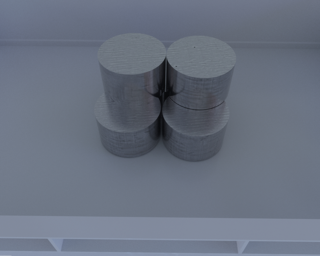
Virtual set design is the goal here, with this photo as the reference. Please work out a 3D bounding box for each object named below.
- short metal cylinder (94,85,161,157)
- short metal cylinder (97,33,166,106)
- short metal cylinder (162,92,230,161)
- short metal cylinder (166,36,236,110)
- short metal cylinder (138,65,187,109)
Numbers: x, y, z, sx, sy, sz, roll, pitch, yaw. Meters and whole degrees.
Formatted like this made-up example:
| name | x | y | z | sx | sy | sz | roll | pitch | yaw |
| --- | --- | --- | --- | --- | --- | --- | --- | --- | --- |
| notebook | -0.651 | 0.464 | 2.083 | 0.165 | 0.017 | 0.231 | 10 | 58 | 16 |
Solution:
| name | x | y | z | sx | sy | sz | roll | pitch | yaw |
| --- | --- | --- | --- | --- | --- | --- | --- | --- | --- |
| short metal cylinder | -0.039 | -0.010 | 0.394 | 0.080 | 0.050 | 0.080 | 0 | 50 | 0 |
| short metal cylinder | -0.033 | -0.073 | 0.383 | 0.080 | 0.050 | 0.080 | 0 | 50 | 0 |
| short metal cylinder | 0.043 | -0.005 | 0.391 | 0.080 | 0.050 | 0.080 | 0 | 50 | 0 |
| short metal cylinder | 0.048 | -0.068 | 0.378 | 0.080 | 0.050 | 0.080 | 0 | 50 | 0 |
| short metal cylinder | 0.006 | -0.061 | 0.438 | 0.080 | 0.050 | 0.080 | 0 | 50 | 0 |
